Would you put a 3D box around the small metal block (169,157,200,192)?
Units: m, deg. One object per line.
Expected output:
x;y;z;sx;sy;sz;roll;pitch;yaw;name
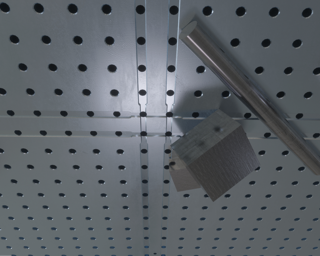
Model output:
0.044;0.068;0.470;0.050;0.025;0.050;-12;129;10;small metal block

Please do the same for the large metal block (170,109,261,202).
0.074;0.036;0.407;0.080;0.050;0.080;-37;125;-4;large metal block

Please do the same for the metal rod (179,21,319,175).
0.134;-0.021;0.394;0.025;0.025;0.301;-37;122;27;metal rod
